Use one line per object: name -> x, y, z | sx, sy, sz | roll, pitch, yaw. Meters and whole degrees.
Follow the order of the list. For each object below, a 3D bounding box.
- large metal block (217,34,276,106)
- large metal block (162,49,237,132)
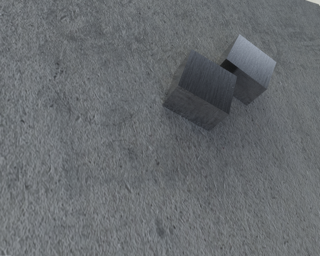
large metal block -> 0.141, -0.098, 0.523 | 0.080, 0.050, 0.080 | 36, 51, -5
large metal block -> 0.059, -0.055, 0.453 | 0.080, 0.050, 0.080 | 29, 52, -10
